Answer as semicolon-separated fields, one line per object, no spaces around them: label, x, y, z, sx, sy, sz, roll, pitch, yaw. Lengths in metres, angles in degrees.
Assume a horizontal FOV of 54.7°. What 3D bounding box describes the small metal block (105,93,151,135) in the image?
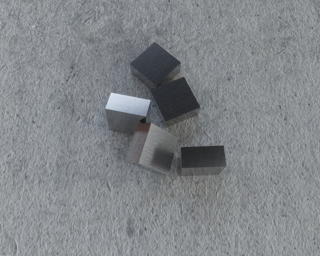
small metal block;-0.040;-0.016;0.398;0.050;0.050;0.025;11;59;4

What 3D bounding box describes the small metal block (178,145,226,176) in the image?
small metal block;0.050;0.041;0.380;0.050;0.050;0.025;-2;70;-1

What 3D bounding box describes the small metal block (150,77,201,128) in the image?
small metal block;0.020;-0.035;0.421;0.050;0.025;0.050;-23;72;-8

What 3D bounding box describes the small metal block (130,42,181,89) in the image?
small metal block;-0.006;-0.085;0.439;0.050;0.025;0.050;41;75;13

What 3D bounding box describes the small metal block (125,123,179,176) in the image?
small metal block;-0.009;0.026;0.382;0.025;0.050;0.050;0;67;47
